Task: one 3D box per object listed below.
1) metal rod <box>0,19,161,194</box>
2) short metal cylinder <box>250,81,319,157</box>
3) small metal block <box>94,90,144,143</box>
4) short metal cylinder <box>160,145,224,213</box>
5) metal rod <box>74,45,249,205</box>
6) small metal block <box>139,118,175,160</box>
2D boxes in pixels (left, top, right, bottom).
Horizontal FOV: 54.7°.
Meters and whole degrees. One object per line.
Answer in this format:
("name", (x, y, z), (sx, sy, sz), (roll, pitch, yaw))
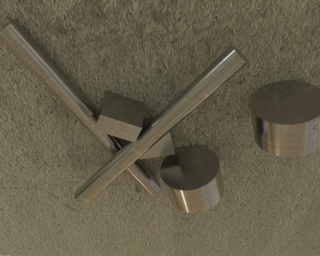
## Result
("metal rod", (-0.084, -0.005, 0.401), (0.025, 0.025, 0.300), (-24, 127, 19))
("short metal cylinder", (0.149, -0.012, 0.362), (0.080, 0.080, 0.050), (-11, 129, 9))
("small metal block", (-0.048, -0.015, 0.378), (0.050, 0.050, 0.025), (18, 128, -15))
("short metal cylinder", (0.046, 0.070, 0.431), (0.080, 0.080, 0.050), (-11, 129, 9))
("metal rod", (-0.017, 0.013, 0.384), (0.025, 0.025, 0.299), (33, 121, -25))
("small metal block", (-0.009, 0.013, 0.418), (0.050, 0.025, 0.050), (-9, 130, 7))
